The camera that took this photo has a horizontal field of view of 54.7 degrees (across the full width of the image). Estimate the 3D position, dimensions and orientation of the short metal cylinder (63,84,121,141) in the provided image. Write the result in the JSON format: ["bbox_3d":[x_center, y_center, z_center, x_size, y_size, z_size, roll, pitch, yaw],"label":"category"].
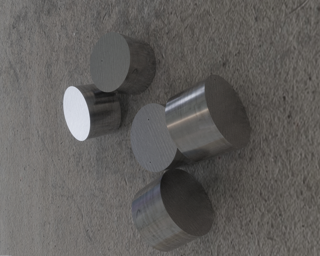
[{"bbox_3d":[-0.102,-0.025,0.461,0.080,0.050,0.079,19,115,45],"label":"short metal cylinder"}]

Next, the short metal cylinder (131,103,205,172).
[{"bbox_3d":[0.009,0.011,0.376,0.080,0.050,0.079,1,92,45],"label":"short metal cylinder"}]

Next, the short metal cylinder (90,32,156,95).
[{"bbox_3d":[-0.052,-0.088,0.432,0.080,0.050,0.080,0,90,40],"label":"short metal cylinder"}]

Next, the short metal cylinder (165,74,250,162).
[{"bbox_3d":[0.051,-0.009,0.327,0.050,0.081,0.080,-26,74,37],"label":"short metal cylinder"}]

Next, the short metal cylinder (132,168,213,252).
[{"bbox_3d":[0.015,0.094,0.357,0.050,0.081,0.080,-40,66,33],"label":"short metal cylinder"}]
